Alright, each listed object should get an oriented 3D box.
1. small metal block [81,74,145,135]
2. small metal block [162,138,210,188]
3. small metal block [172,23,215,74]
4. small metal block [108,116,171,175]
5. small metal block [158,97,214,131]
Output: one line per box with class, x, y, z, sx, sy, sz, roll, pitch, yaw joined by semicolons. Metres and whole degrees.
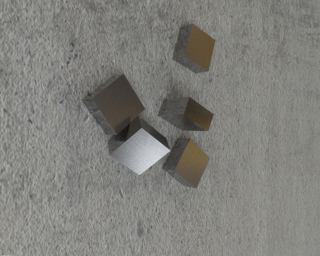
small metal block;-0.053;-0.027;0.360;0.050;0.025;0.050;-46;117;-30
small metal block;0.038;0.049;0.436;0.050;0.025;0.050;43;64;-32
small metal block;0.049;-0.113;0.445;0.050;0.025;0.050;22;76;-38
small metal block;-0.025;0.022;0.366;0.050;0.025;0.050;-40;124;15
small metal block;0.034;-0.018;0.417;0.050;0.050;0.025;30;71;-36
